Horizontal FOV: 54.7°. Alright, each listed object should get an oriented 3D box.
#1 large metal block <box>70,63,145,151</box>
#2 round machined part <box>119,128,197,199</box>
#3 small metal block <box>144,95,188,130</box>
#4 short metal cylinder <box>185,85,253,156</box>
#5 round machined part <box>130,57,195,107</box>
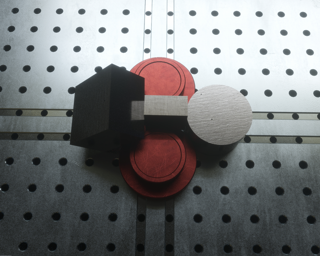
[{"bbox_3d":[-0.065,-0.021,0.384,0.050,0.080,0.080,18,63,-42],"label":"large metal block"},{"bbox_3d":[-0.003,0.038,0.389,0.099,0.042,0.098,0,70,0],"label":"round machined part"},{"bbox_3d":[0.007,-0.018,0.381,0.050,0.050,0.025,1,70,0],"label":"small metal block"},{"bbox_3d":[0.073,-0.009,0.401,0.081,0.050,0.080,0,70,0],"label":"short metal cylinder"},{"bbox_3d":[-0.001,-0.056,0.423,0.099,0.042,0.098,0,70,0],"label":"round machined part"}]
